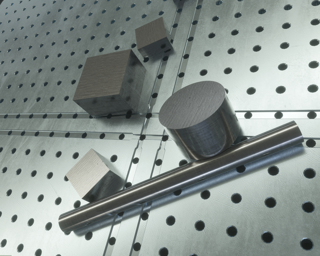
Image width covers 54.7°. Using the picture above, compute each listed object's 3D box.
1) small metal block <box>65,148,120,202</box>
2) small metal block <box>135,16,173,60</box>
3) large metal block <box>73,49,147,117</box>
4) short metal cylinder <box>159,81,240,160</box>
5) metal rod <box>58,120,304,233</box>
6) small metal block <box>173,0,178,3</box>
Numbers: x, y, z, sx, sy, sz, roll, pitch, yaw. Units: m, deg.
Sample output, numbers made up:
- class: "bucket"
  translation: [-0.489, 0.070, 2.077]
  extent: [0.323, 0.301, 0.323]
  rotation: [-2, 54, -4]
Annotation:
- class: "small metal block"
  translation: [-0.091, 0.064, 0.415]
  extent: [0.050, 0.025, 0.050]
  rotation: [-46, 51, -4]
- class: "small metal block"
  translation: [-0.010, -0.146, 0.502]
  extent: [0.050, 0.025, 0.050]
  rotation: [-20, 54, 16]
- class: "large metal block"
  translation: [-0.074, -0.066, 0.470]
  extent: [0.080, 0.050, 0.080]
  rotation: [-4, 60, 26]
- class: "short metal cylinder"
  translation: [0.046, -0.010, 0.359]
  extent: [0.080, 0.050, 0.080]
  rotation: [-22, 35, 16]
- class: "metal rod"
  translation: [0.013, 0.062, 0.361]
  extent: [0.301, 0.025, 0.025]
  rotation: [-24, 53, 13]
- class: "small metal block"
  translation: [0.034, -0.257, 0.547]
  extent: [0.050, 0.025, 0.050]
  rotation: [-29, 52, 9]
